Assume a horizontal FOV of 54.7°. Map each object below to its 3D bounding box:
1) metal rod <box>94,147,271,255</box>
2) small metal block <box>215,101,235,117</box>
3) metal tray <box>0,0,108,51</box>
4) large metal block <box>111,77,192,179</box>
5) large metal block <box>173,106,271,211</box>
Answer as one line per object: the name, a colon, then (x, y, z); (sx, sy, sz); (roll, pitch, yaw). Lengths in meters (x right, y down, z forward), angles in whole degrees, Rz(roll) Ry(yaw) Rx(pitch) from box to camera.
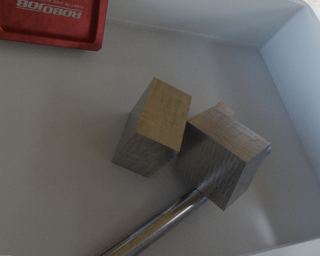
metal rod: (0.050, 0.082, 0.383); (0.302, 0.025, 0.025); (-25, 76, -37)
small metal block: (0.071, -0.003, 0.432); (0.025, 0.050, 0.050); (40, 51, -2)
metal tray: (-0.134, -0.150, 0.383); (0.131, 0.089, 0.030); (0, 26, -29)
large metal block: (-0.010, 0.002, 0.365); (0.050, 0.080, 0.080); (26, 53, -13)
large metal block: (0.069, 0.034, 0.362); (0.050, 0.079, 0.080); (-27, 52, -38)
